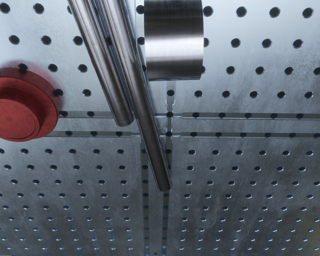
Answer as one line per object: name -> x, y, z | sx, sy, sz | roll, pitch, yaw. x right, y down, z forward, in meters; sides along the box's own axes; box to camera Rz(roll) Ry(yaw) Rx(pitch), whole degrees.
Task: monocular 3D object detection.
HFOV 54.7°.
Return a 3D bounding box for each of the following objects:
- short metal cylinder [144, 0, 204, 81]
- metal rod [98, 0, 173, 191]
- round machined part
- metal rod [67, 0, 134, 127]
short metal cylinder -> 0.013, -0.086, 0.302 | 0.050, 0.080, 0.079 | -2, 130, 1
metal rod -> -0.021, -0.022, 0.392 | 0.025, 0.025, 0.298 | -9, 130, 7
round machined part -> -0.176, -0.021, 0.381 | 0.099, 0.042, 0.097 | 0, 130, 0
metal rod -> -0.077, -0.121, 0.307 | 0.025, 0.025, 0.299 | -9, 130, 8
